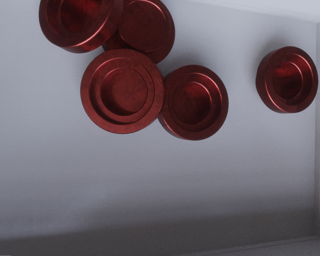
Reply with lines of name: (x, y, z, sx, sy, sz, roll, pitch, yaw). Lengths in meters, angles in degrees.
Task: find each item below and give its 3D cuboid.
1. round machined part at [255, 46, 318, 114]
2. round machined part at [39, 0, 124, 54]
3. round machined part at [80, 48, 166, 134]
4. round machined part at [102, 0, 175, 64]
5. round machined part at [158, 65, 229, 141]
round machined part: (0.186, -0.070, 0.470, 0.099, 0.042, 0.097, 0, 90, -20)
round machined part: (-0.084, -0.132, 0.352, 0.098, 0.042, 0.097, -3, 82, 22)
round machined part: (-0.041, -0.043, 0.372, 0.098, 0.042, 0.097, 1, 95, 8)
round machined part: (-0.025, -0.126, 0.392, 0.099, 0.042, 0.097, 0, 90, -20)
round machined part: (0.039, -0.033, 0.415, 0.099, 0.042, 0.097, 0, 90, -20)
